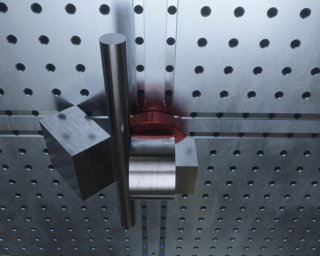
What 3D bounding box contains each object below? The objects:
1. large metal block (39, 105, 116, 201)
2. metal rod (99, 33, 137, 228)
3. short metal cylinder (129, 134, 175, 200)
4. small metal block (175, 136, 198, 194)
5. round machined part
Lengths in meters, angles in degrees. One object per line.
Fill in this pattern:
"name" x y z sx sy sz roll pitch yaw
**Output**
"large metal block" -0.103 0.031 0.392 0.050 0.080 0.079 -29 139 -31
"metal rod" -0.046 0.031 0.383 0.025 0.025 0.298 0 130 -1
"short metal cylinder" -0.009 0.047 0.376 0.050 0.080 0.079 1 130 -1
"small metal block" 0.029 0.045 0.379 0.025 0.050 0.050 1 130 -1
"round machined part" -0.009 0.016 0.413 0.099 0.042 0.097 -1 130 0
